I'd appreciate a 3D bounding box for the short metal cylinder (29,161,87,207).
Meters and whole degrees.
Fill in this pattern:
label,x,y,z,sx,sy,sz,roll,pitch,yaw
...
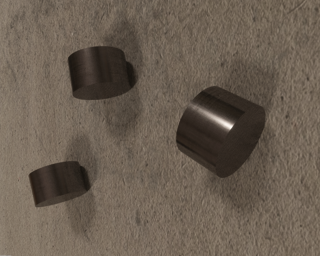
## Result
label,x,y,z,sx,sy,sz,roll,pitch,yaw
short metal cylinder,-0.165,0.091,0.502,0.080,0.081,0.050,-30,71,35

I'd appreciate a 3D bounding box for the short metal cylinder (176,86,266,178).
label,x,y,z,sx,sy,sz,roll,pitch,yaw
short metal cylinder,0.063,0.004,0.316,0.050,0.081,0.079,33,110,35

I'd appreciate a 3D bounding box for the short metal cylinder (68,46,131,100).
label,x,y,z,sx,sy,sz,roll,pitch,yaw
short metal cylinder,-0.086,-0.075,0.437,0.080,0.081,0.050,-17,79,38
